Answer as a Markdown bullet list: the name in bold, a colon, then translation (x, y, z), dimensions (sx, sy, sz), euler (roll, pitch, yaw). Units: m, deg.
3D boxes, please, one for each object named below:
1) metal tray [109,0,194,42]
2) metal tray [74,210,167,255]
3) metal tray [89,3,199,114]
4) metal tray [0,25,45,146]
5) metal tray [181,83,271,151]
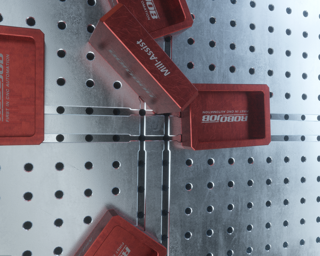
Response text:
- **metal tray**: translation (-0.021, -0.179, 0.402), dimensions (0.091, 0.030, 0.129), euler (-25, 99, -19)
- **metal tray**: translation (-0.064, 0.181, 0.387), dimensions (0.090, 0.030, 0.130), euler (40, 77, -16)
- **metal tray**: translation (-0.023, -0.074, 0.370), dimensions (0.130, 0.090, 0.030), euler (47, 76, -15)
- **metal tray**: translation (-0.177, -0.046, 0.344), dimensions (0.091, 0.030, 0.129), euler (0, 90, -21)
- **metal tray**: translation (0.096, -0.017, 0.446), dimensions (0.131, 0.030, 0.089), euler (-2, 91, -21)
